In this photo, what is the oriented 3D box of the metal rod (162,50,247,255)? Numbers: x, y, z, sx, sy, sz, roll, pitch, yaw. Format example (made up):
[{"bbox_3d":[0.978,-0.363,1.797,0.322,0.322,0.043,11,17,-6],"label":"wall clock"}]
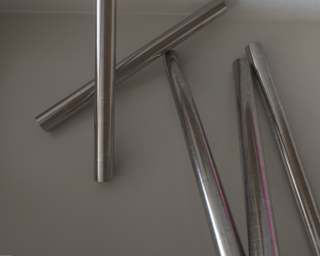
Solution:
[{"bbox_3d":[0.040,0.010,0.354,0.025,0.025,0.300,-9,50,-4],"label":"metal rod"}]

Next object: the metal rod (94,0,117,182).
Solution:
[{"bbox_3d":[-0.066,-0.084,0.374,0.025,0.025,0.298,2,95,0],"label":"metal rod"}]

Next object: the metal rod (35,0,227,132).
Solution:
[{"bbox_3d":[-0.034,-0.090,0.427,0.301,0.025,0.025,-35,74,-7],"label":"metal rod"}]

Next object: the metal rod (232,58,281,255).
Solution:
[{"bbox_3d":[0.100,0.017,0.342,0.025,0.025,0.300,7,46,2],"label":"metal rod"}]

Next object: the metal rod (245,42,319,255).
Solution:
[{"bbox_3d":[0.164,0.019,0.404,0.025,0.025,0.299,-10,70,-4],"label":"metal rod"}]
